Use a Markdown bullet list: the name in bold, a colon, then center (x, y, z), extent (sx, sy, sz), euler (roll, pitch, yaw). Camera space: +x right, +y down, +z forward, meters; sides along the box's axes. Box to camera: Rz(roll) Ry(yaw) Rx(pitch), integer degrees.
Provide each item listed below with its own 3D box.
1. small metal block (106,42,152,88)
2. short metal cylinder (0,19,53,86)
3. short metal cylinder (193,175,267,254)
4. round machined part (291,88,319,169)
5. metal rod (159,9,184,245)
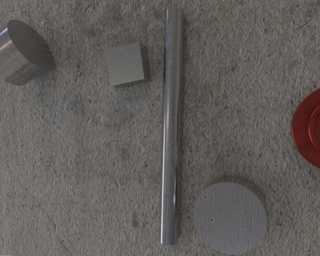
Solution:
- **small metal block**: center (-0.043, -0.085, 0.424), extent (0.050, 0.025, 0.050), euler (-9, 87, 19)
- **short metal cylinder**: center (-0.205, -0.109, 0.452), extent (0.050, 0.080, 0.080), euler (-29, 81, 18)
- **short metal cylinder**: center (0.084, 0.100, 0.366), extent (0.080, 0.050, 0.079), euler (0, 90, 20)
- **round machined part**: center (0.194, 0.001, 0.331), extent (0.098, 0.042, 0.097), euler (0, 90, 20)
- **metal rod**: center (0.015, -0.001, 0.403), extent (0.025, 0.025, 0.298), euler (2, 91, 20)
